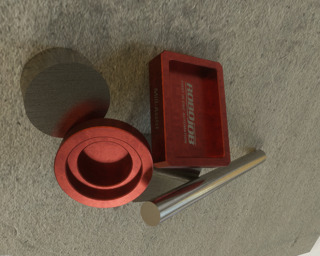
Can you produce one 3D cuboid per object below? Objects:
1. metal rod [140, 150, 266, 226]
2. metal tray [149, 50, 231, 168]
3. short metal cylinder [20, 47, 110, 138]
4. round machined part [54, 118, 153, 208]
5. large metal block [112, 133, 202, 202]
[{"bbox_3d":[0.082,0.066,0.420,0.302,0.025,0.025,-11,127,-52],"label":"metal rod"},{"bbox_3d":[0.035,-0.019,0.365,0.091,0.030,0.129,5,76,-31],"label":"metal tray"},{"bbox_3d":[-0.097,-0.037,0.317,0.081,0.050,0.079,-14,125,-21],"label":"short metal cylinder"},{"bbox_3d":[-0.058,0.033,0.330,0.099,0.042,0.097,-3,116,-5],"label":"round machined part"},{"bbox_3d":[-0.006,0.048,0.400,0.081,0.080,0.050,4,116,-31],"label":"large metal block"}]
